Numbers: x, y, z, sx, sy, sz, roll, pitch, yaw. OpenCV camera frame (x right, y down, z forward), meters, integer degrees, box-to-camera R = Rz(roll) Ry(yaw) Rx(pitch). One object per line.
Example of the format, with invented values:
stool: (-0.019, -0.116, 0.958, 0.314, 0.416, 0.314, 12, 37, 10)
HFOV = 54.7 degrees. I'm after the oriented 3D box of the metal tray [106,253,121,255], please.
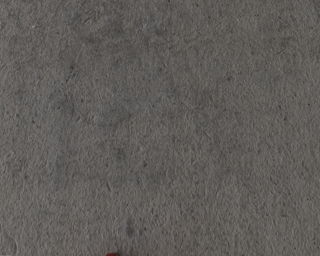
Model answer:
metal tray: (-0.038, 0.212, 0.327, 0.130, 0.030, 0.090, 42, 75, 13)
